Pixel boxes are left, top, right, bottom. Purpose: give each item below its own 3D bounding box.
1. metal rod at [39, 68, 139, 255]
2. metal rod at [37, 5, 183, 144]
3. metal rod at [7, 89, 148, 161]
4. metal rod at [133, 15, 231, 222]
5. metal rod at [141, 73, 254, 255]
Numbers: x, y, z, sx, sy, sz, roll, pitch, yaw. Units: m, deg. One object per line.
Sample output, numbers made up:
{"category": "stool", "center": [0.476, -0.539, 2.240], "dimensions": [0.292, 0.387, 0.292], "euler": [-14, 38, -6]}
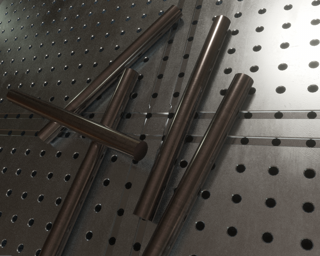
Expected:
{"category": "metal rod", "center": [-0.093, 0.045, 0.427], "dimensions": [0.025, 0.025, 0.300], "euler": [7, 65, 31]}
{"category": "metal rod", "center": [-0.079, -0.088, 0.501], "dimensions": [0.300, 0.025, 0.025], "euler": [-44, 51, -3]}
{"category": "metal rod", "center": [-0.139, -0.014, 0.453], "dimensions": [0.300, 0.025, 0.025], "euler": [20, 72, 35]}
{"category": "metal rod", "center": [0.036, -0.027, 0.404], "dimensions": [0.025, 0.025, 0.300], "euler": [10, 67, 32]}
{"category": "metal rod", "center": [0.035, 0.064, 0.349], "dimensions": [0.025, 0.025, 0.300], "euler": [18, 71, 35]}
